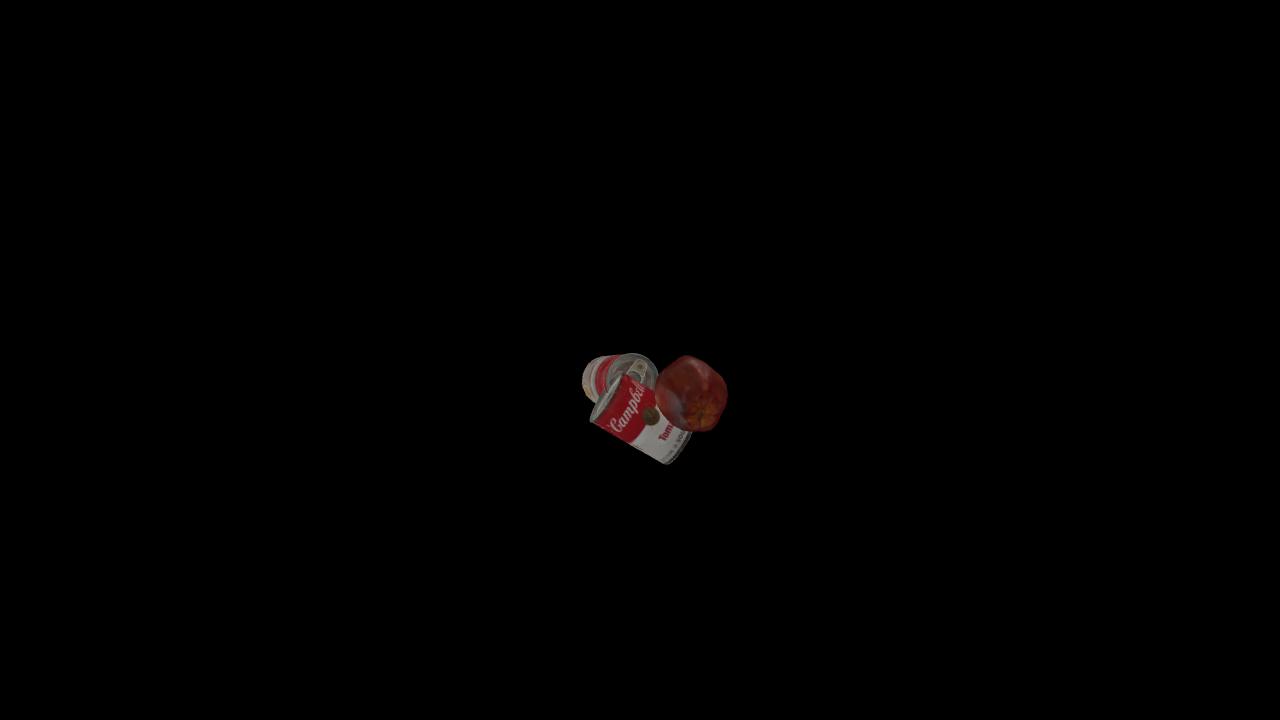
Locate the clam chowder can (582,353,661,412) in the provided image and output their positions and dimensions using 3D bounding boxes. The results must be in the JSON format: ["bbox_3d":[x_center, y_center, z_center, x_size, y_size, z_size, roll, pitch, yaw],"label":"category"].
[{"bbox_3d":[-0.027,0.026,0.765,0.068,0.068,0.102,0,-1,-23],"label":"clam chowder can"}]

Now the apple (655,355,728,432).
[{"bbox_3d":[0.056,0.039,0.667,0.079,0.079,0.093,0,23,-14],"label":"apple"}]

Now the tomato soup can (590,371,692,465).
[{"bbox_3d":[0.003,0.066,0.693,0.101,0.068,0.068,32,-7,-11],"label":"tomato soup can"}]
